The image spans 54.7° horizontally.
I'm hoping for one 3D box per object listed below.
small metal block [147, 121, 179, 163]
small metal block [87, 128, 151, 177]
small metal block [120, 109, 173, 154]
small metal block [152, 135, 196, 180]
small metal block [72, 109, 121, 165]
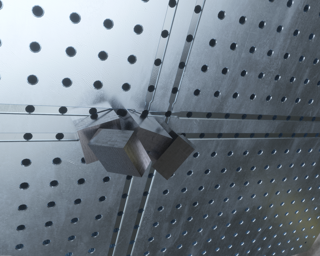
[{"bbox_3d":[0.008,0.027,0.434,0.050,0.025,0.050,-46,130,3],"label":"small metal block"},{"bbox_3d":[-0.046,0.028,0.353,0.025,0.050,0.050,-61,141,-36],"label":"small metal block"},{"bbox_3d":[-0.020,0.005,0.388,0.050,0.050,0.025,20,108,-36],"label":"small metal block"},{"bbox_3d":[0.020,0.036,0.395,0.050,0.025,0.050,-49,173,6],"label":"small metal block"},{"bbox_3d":[-0.074,0.010,0.379,0.050,0.025,0.050,-18,126,-18],"label":"small metal block"}]
